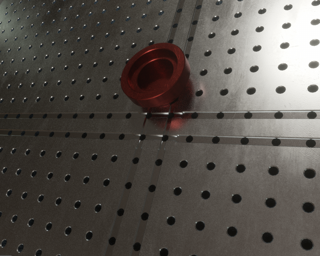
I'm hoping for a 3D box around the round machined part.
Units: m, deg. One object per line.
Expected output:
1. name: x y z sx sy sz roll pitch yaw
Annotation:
1. round machined part: -0.003 -0.070 0.440 0.098 0.042 0.098 -13 56 20
